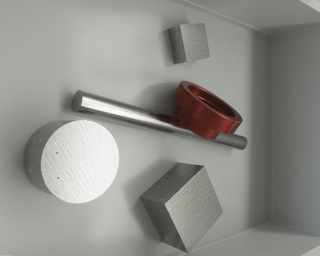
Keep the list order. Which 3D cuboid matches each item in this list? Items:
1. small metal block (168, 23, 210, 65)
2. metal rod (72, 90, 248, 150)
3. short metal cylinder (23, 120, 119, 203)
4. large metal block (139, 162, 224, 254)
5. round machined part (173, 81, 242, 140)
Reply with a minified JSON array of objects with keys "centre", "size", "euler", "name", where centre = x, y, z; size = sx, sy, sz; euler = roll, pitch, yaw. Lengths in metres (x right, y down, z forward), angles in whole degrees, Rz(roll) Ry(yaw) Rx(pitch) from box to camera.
[{"centre":[0.042,-0.121,0.444],"size":[0.050,0.025,0.050],"euler":[-20,103,-39],"name":"small metal block"},{"centre":[0.024,-0.002,0.428],"size":[0.302,0.025,0.025],"euler":[13,82,-39],"name":"metal rod"},{"centre":[-0.090,0.032,0.316],"size":[0.081,0.050,0.079],"euler":[0,90,-40],"name":"short metal cylinder"},{"centre":[0.031,0.104,0.419],"size":[0.080,0.050,0.080],"euler":[-37,113,-34],"name":"large metal block"},{"centre":[0.059,-0.020,0.424],"size":[0.099,0.098,0.042],"euler":[14,117,-39],"name":"round machined part"}]
